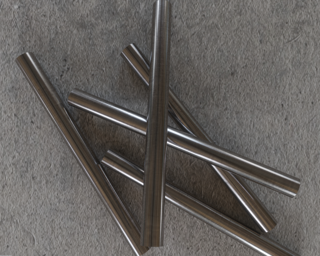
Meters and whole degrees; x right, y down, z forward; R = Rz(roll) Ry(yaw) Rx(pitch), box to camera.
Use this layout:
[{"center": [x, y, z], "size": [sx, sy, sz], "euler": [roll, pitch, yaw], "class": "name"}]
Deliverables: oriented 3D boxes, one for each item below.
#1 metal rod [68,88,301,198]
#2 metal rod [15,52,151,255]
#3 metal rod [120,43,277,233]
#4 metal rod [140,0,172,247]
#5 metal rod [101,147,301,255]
[{"center": [0.023, 0.015, 0.389], "size": [0.301, 0.025, 0.025], "euler": [22, 90, 8], "class": "metal rod"}, {"center": [-0.100, 0.034, 0.409], "size": [0.025, 0.025, 0.299], "euler": [-32, 90, 0], "class": "metal rod"}, {"center": [0.051, 0.013, 0.410], "size": [0.025, 0.025, 0.300], "euler": [-39, 90, 0], "class": "metal rod"}, {"center": [-0.003, -0.018, 0.372], "size": [0.025, 0.025, 0.299], "euler": [2, 75, 0], "class": "metal rod"}, {"center": [0.059, 0.111, 0.410], "size": [0.301, 0.025, 0.025], "euler": [30, 90, 0], "class": "metal rod"}]
